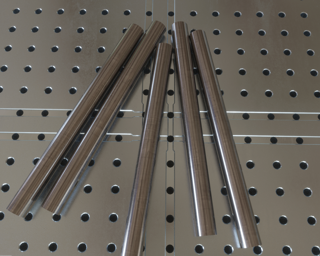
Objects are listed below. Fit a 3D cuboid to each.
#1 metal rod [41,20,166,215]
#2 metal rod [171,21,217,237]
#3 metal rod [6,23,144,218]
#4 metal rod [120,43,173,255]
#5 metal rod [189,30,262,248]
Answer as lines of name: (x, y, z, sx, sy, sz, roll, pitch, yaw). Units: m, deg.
metal rod: (-0.067, -0.027, 0.421, 0.025, 0.025, 0.300, 25, 72, 8)
metal rod: (0.042, -0.013, 0.417, 0.025, 0.025, 0.299, -5, 70, -2)
metal rod: (-0.104, -0.023, 0.419, 0.025, 0.025, 0.300, 26, 72, 9)
metal rod: (-0.014, 0.021, 0.404, 0.025, 0.025, 0.299, 8, 70, 3)
metal rod: (0.081, 0.000, 0.412, 0.025, 0.025, 0.299, -9, 70, -3)
